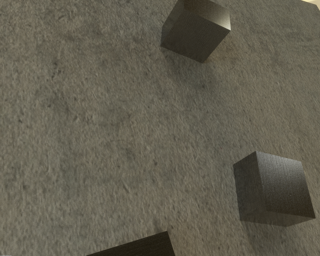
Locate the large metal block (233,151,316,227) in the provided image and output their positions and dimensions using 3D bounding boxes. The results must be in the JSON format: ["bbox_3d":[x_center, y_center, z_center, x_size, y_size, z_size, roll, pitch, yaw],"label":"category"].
[{"bbox_3d":[0.152,0.084,0.421,0.081,0.050,0.080,14,56,-21],"label":"large metal block"}]

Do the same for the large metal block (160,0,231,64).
[{"bbox_3d":[0.055,-0.161,0.499,0.081,0.080,0.050,18,55,-19],"label":"large metal block"}]

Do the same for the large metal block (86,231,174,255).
[{"bbox_3d":[-0.025,0.150,0.284,0.081,0.050,0.080,-6,65,-31],"label":"large metal block"}]
